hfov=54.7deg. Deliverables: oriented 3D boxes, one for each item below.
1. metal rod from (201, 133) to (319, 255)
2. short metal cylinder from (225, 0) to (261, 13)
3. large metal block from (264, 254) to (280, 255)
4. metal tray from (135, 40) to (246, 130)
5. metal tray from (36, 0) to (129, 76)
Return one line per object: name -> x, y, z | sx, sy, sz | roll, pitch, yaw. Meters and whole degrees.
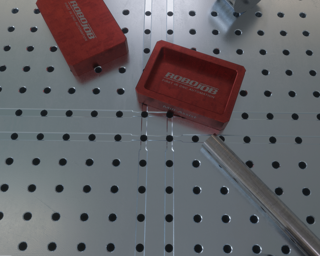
metal rod -> 0.162, 0.122, 0.368 | 0.025, 0.025, 0.300 | -39, 75, -13
short metal cylinder -> 0.128, -0.222, 0.465 | 0.080, 0.080, 0.050 | -32, 73, -11
large metal block -> 0.137, 0.194, 0.329 | 0.080, 0.050, 0.080 | 31, 73, 10
metal tray -> 0.042, -0.061, 0.431 | 0.131, 0.030, 0.090 | 20, 71, 7
metal tray -> -0.116, -0.152, 0.464 | 0.090, 0.030, 0.130 | -28, 72, -10
